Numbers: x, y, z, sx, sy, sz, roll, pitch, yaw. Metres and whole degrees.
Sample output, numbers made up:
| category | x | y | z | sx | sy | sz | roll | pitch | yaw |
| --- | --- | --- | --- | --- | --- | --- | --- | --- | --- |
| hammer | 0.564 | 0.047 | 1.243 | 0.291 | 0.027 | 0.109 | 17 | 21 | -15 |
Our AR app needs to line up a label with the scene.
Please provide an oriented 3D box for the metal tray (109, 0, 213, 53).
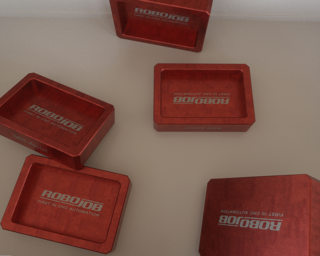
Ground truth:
| category | x | y | z | sx | sy | sz | roll | pitch | yaw |
| --- | --- | --- | --- | --- | --- | --- | --- | --- | --- |
| metal tray | 0.001 | -0.153 | 0.431 | 0.131 | 0.090 | 0.030 | 11 | 71 | 4 |

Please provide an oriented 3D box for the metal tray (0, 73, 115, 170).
| category | x | y | z | sx | sy | sz | roll | pitch | yaw |
| --- | --- | --- | --- | --- | --- | --- | --- | --- | --- |
| metal tray | -0.135 | -0.013 | 0.392 | 0.130 | 0.030 | 0.090 | 23 | 52 | 9 |

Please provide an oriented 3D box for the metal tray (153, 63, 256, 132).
| category | x | y | z | sx | sy | sz | roll | pitch | yaw |
| --- | --- | --- | --- | --- | --- | --- | --- | --- | --- |
| metal tray | 0.057 | -0.042 | 0.422 | 0.131 | 0.030 | 0.090 | 0 | 70 | -1 |

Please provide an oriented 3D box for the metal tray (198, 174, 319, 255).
| category | x | y | z | sx | sy | sz | roll | pitch | yaw |
| --- | --- | --- | --- | --- | --- | --- | --- | --- | --- |
| metal tray | 0.101 | 0.098 | 0.324 | 0.030 | 0.130 | 0.090 | 24 | 66 | -32 |

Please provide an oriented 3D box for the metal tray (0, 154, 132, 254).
| category | x | y | z | sx | sy | sz | roll | pitch | yaw |
| --- | --- | --- | --- | --- | --- | --- | --- | --- | --- |
| metal tray | -0.108 | 0.090 | 0.372 | 0.131 | 0.030 | 0.090 | 12 | 70 | 4 |
